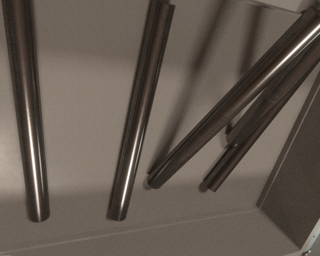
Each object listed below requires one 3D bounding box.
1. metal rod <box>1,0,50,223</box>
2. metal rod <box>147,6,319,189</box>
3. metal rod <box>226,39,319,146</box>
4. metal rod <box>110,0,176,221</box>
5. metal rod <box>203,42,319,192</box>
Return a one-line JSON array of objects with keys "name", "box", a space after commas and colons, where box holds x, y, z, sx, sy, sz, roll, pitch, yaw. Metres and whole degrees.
[{"name": "metal rod", "box": [-0.137, -0.019, 0.322, 0.025, 0.025, 0.298, -8, 122, -25]}, {"name": "metal rod", "box": [0.066, -0.010, 0.364, 0.025, 0.025, 0.298, 9, 138, -33]}, {"name": "metal rod", "box": [0.145, -0.053, 0.361, 0.025, 0.025, 0.298, -16, 156, -20]}, {"name": "metal rod", "box": [-0.029, -0.002, 0.392, 0.025, 0.025, 0.298, -1, 119, -29]}, {"name": "metal rod", "box": [0.169, -0.020, 0.490, 0.025, 0.025, 0.299, 28, 103, -38]}]
